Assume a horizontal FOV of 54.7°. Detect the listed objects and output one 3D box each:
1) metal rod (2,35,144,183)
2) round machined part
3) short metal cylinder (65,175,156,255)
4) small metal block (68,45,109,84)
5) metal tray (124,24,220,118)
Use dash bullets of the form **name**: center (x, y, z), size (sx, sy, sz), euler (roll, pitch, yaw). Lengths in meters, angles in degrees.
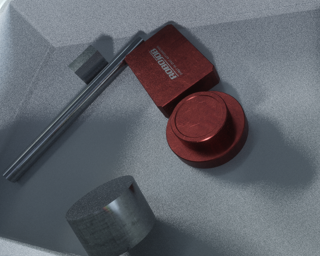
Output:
- **metal rod**: center (-0.132, -0.034, 0.493), size (0.300, 0.025, 0.025), euler (-47, 52, -6)
- **round machined part**: center (0.052, -0.005, 0.370), size (0.098, 0.042, 0.098), euler (-13, 56, 20)
- **short metal cylinder**: center (-0.052, 0.094, 0.332), size (0.080, 0.050, 0.080), euler (-26, 10, 5)
- **small metal block**: center (-0.111, -0.098, 0.506), size (0.050, 0.050, 0.025), euler (-45, 51, -3)
- **metal tray**: center (0.013, -0.086, 0.447), size (0.090, 0.030, 0.130), euler (-36, 51, 3)
